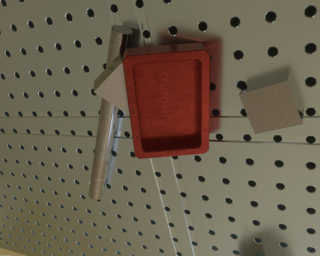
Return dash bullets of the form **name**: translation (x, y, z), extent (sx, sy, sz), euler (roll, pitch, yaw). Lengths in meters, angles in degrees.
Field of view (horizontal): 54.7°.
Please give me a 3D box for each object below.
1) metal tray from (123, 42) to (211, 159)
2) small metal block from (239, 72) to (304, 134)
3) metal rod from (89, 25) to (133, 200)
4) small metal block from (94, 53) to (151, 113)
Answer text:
- **metal tray**: translation (0.010, -0.028, 0.359), extent (0.091, 0.030, 0.129), euler (-5, 120, -1)
- **small metal block**: translation (0.120, -0.026, 0.332), extent (0.050, 0.025, 0.050), euler (-15, 111, 34)
- **metal rod**: translation (-0.078, 0.000, 0.450), extent (0.025, 0.025, 0.298), euler (25, 127, 12)
- **small metal block**: translation (-0.045, -0.054, 0.378), extent (0.050, 0.025, 0.050), euler (34, 116, -32)
